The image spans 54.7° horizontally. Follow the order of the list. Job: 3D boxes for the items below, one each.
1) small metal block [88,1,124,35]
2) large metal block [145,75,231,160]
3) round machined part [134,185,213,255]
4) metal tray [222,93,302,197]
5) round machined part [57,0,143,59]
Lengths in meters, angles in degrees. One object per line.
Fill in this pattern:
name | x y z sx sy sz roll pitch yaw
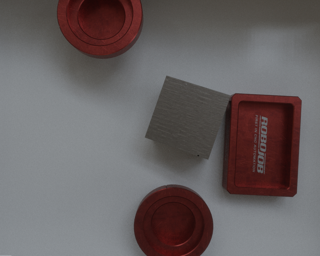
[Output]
small metal block | -0.069 -0.145 0.410 0.050 0.025 0.050 32 90 -1
large metal block | 0.036 -0.012 0.393 0.080 0.050 0.080 19 90 10
round machined part | 0.017 0.122 0.403 0.099 0.042 0.097 0 90 -1
metal tray | 0.133 0.022 0.410 0.091 0.030 0.129 3 90 -1
round machined part | -0.070 -0.133 0.377 0.099 0.042 0.097 0 90 -1
